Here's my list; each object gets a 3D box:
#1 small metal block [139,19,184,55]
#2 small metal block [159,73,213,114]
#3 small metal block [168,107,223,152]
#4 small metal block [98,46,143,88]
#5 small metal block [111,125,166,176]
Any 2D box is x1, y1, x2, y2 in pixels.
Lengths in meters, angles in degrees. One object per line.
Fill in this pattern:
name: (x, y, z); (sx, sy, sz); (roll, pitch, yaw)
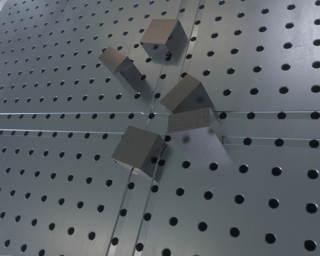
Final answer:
small metal block: (0.003, -0.147, 0.498); (0.050, 0.025, 0.050); (14, 69, 34)
small metal block: (0.035, -0.032, 0.394); (0.050, 0.050, 0.025); (-46, 51, -3)
small metal block: (0.043, 0.003, 0.369); (0.050, 0.050, 0.025); (-10, 58, 23)
small metal block: (-0.061, -0.095, 0.483); (0.025, 0.050, 0.050); (-50, 51, -6)
small metal block: (-0.028, 0.029, 0.406); (0.050, 0.025, 0.050); (16, 70, 34)
